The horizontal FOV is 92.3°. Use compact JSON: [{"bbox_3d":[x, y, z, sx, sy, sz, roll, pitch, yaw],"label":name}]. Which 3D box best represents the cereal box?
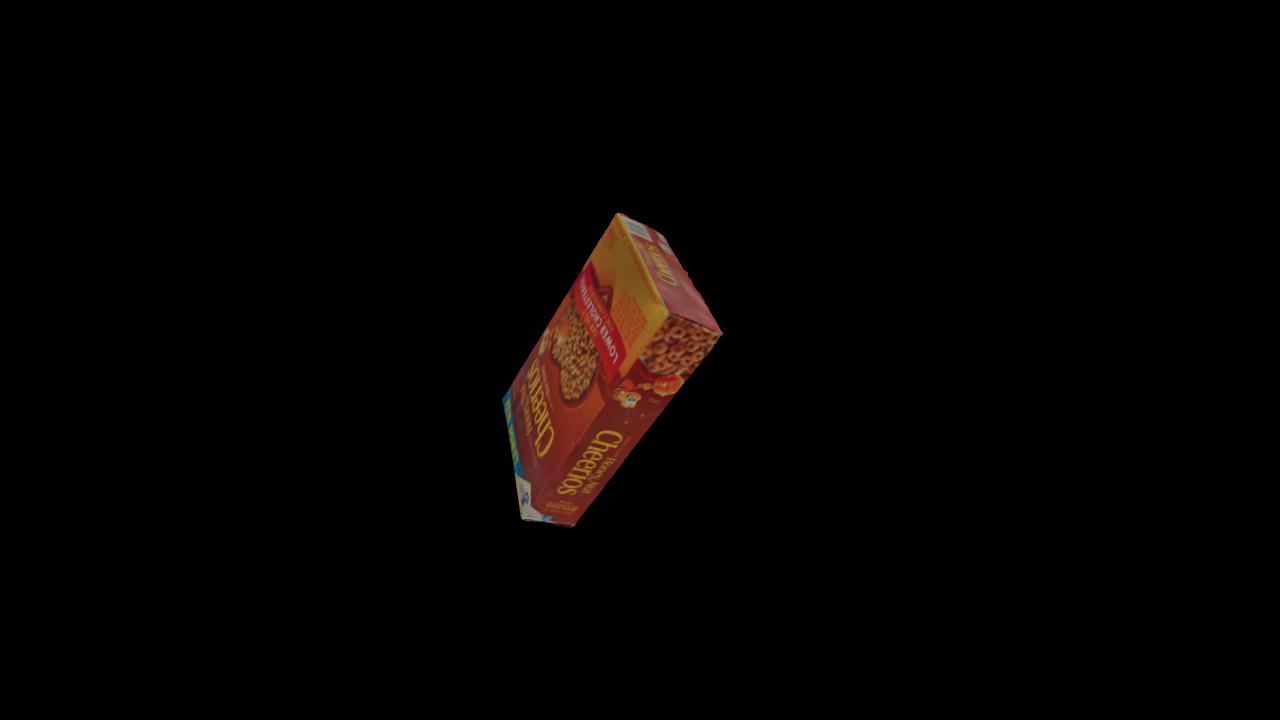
[{"bbox_3d":[-0.053,0.015,0.698,0.081,0.306,0.203,19,31,-31],"label":"cereal box"}]
